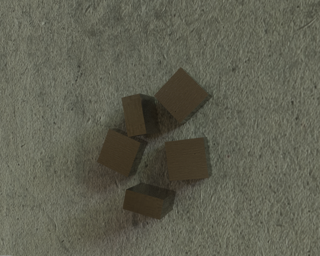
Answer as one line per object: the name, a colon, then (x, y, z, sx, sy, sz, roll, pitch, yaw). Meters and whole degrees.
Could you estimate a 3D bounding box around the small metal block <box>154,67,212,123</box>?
small metal block: (0.030, -0.041, 0.398, 0.050, 0.025, 0.050, -46, 76, 14)

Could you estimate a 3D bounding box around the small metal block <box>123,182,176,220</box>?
small metal block: (-0.013, 0.093, 0.400, 0.050, 0.050, 0.025, 11, 94, 19)

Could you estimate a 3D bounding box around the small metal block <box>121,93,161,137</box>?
small metal block: (-0.024, -0.016, 0.404, 0.025, 0.050, 0.050, -11, 86, 20)

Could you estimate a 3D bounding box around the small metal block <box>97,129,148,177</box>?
small metal block: (-0.052, 0.033, 0.427, 0.050, 0.025, 0.050, 23, 98, 18)

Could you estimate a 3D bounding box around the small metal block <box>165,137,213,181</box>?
small metal block: (0.037, 0.039, 0.396, 0.050, 0.025, 0.050, -8, 87, 19)
